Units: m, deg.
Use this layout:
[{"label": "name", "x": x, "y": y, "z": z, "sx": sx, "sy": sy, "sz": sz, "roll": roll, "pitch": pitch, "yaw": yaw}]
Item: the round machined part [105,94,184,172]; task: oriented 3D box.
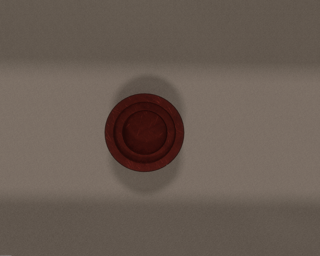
[{"label": "round machined part", "x": -0.019, "y": 0.006, "z": 0.403, "sx": 0.099, "sy": 0.042, "sz": 0.097, "roll": 0, "pitch": 90, "yaw": -1}]
